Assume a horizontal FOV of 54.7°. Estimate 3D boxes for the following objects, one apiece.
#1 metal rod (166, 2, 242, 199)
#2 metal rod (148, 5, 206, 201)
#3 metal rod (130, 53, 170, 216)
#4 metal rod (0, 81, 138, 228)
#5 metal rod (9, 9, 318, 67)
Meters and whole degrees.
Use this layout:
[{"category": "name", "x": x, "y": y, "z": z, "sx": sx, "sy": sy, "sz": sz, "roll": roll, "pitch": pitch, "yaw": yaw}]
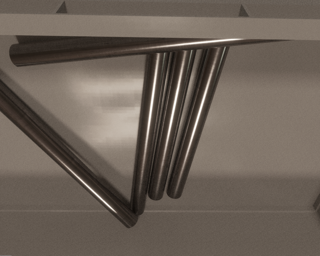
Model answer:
[{"category": "metal rod", "x": 0.046, "y": -0.008, "z": 0.402, "sx": 0.025, "sy": 0.025, "sz": 0.298, "roll": 7, "pitch": 130, "yaw": -6}, {"category": "metal rod", "x": 0.013, "y": -0.006, "z": 0.404, "sx": 0.025, "sy": 0.025, "sz": 0.298, "roll": 6, "pitch": 130, "yaw": -5}, {"category": "metal rod", "x": -0.020, "y": 0.026, "z": 0.430, "sx": 0.025, "sy": 0.025, "sz": 0.298, "roll": 5, "pitch": 130, "yaw": -5}, {"category": "metal rod", "x": -0.126, "y": 0.049, "z": 0.433, "sx": 0.025, "sy": 0.025, "sz": 0.300, "roll": -26, "pitch": 121, "yaw": 20}, {"category": "metal rod", "x": -0.010, "y": -0.086, "z": 0.308, "sx": 0.301, "sy": 0.025, "sz": 0.025, "roll": -3, "pitch": 131, "yaw": 12}]
